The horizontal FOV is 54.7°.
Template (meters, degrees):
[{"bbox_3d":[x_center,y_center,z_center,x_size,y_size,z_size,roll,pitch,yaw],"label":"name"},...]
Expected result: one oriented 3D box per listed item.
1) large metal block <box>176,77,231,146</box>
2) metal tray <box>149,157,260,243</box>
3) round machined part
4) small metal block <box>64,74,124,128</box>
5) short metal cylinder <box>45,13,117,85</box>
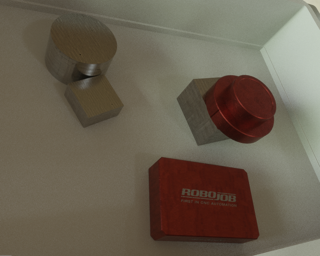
[{"bbox_3d":[0.083,-0.026,0.453,0.081,0.050,0.080,-9,67,-32],"label":"large metal block"},{"bbox_3d":[0.053,0.090,0.378,0.131,0.030,0.090,11,57,-23],"label":"metal tray"},{"bbox_3d":[0.114,-0.032,0.414,0.099,0.042,0.098,14,56,-21],"label":"round machined part"},{"bbox_3d":[-0.082,-0.034,0.384,0.050,0.025,0.050,-24,75,-37],"label":"small metal block"},{"bbox_3d":[-0.101,-0.098,0.396,0.081,0.050,0.080,14,56,-21],"label":"short metal cylinder"}]
